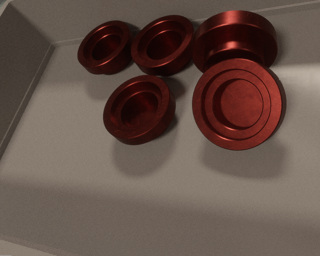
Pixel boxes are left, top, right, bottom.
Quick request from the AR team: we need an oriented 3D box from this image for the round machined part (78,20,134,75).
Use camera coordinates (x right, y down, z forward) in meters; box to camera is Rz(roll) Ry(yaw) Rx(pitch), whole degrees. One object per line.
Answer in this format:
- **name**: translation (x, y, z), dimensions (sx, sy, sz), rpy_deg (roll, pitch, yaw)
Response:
- **round machined part**: translation (-0.084, -0.128, 0.515), dimensions (0.098, 0.042, 0.098), rpy_deg (-13, 56, 20)

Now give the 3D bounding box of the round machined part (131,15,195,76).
- **round machined part**: translation (0.010, -0.116, 0.460), dimensions (0.098, 0.042, 0.098), rpy_deg (-13, 56, 20)

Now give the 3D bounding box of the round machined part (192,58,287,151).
- **round machined part**: translation (0.089, -0.027, 0.344), dimensions (0.098, 0.042, 0.097), rpy_deg (5, 100, 32)

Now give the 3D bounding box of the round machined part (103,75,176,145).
- **round machined part**: translation (-0.024, -0.020, 0.418), dimensions (0.098, 0.042, 0.098), rpy_deg (-13, 56, 20)

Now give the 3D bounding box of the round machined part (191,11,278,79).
- **round machined part**: translation (0.086, -0.085, 0.365), dimensions (0.098, 0.098, 0.042), rpy_deg (-7, 58, 24)
